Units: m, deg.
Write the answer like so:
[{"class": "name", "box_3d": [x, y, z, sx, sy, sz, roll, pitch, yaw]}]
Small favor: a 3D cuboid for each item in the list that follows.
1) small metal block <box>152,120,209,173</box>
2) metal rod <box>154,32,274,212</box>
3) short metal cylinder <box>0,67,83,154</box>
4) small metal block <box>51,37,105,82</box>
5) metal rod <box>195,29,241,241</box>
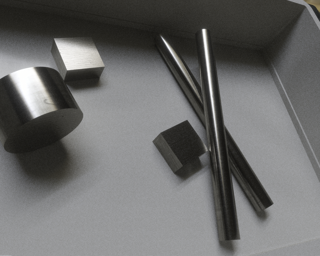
[{"class": "small metal block", "box_3d": [0.027, 0.023, 0.408, 0.050, 0.025, 0.050, -26, 76, -37]}, {"class": "metal rod", "box_3d": [0.072, -0.018, 0.457, 0.025, 0.025, 0.299, -18, 72, -35]}, {"class": "short metal cylinder", "box_3d": [-0.126, -0.017, 0.313, 0.081, 0.080, 0.050, -23, 75, -37]}, {"class": "small metal block", "box_3d": [-0.107, -0.090, 0.404, 0.050, 0.025, 0.050, -14, 69, -34]}, {"class": "metal rod", "box_3d": [0.075, -0.005, 0.424, 0.025, 0.025, 0.299, 7, 67, -25]}]
